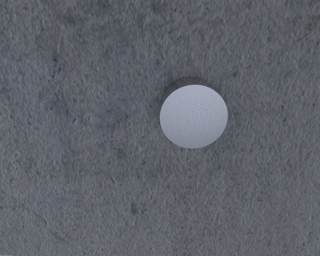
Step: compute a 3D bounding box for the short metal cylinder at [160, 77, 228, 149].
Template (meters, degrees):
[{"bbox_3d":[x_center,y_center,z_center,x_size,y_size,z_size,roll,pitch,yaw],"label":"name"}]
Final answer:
[{"bbox_3d":[0.040,-0.021,0.389,0.081,0.050,0.079,0,110,-1],"label":"short metal cylinder"}]
